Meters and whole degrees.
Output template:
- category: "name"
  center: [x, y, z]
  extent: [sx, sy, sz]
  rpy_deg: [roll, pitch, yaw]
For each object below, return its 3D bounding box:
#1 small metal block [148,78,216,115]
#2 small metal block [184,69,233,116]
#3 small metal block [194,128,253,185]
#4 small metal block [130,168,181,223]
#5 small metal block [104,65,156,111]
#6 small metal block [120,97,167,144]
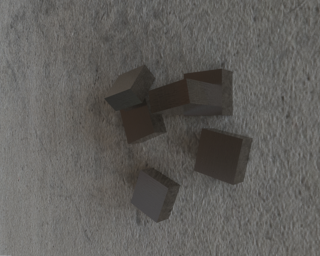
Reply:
- category: "small metal block"
  center: [0.024, -0.032, 0.335]
  extent: [0.050, 0.050, 0.025]
  rpy_deg: [-13, 82, 39]
- category: "small metal block"
  center: [0.055, -0.039, 0.358]
  extent: [0.050, 0.025, 0.050]
  rpy_deg: [0, 90, 39]
- category: "small metal block"
  center: [0.070, 0.030, 0.346]
  extent: [0.050, 0.025, 0.050]
  rpy_deg: [16, 100, 38]
- category: "small metal block"
  center: [-0.007, 0.087, 0.409]
  extent: [0.050, 0.025, 0.050]
  rpy_deg: [28, 107, 36]
- category: "small metal block"
  center: [-0.040, -0.054, 0.418]
  extent: [0.050, 0.025, 0.050]
  rpy_deg: [-14, 39, 39]
- category: "small metal block"
  center: [-0.024, -0.010, 0.422]
  extent: [0.050, 0.025, 0.050]
  rpy_deg: [-24, 75, 37]
